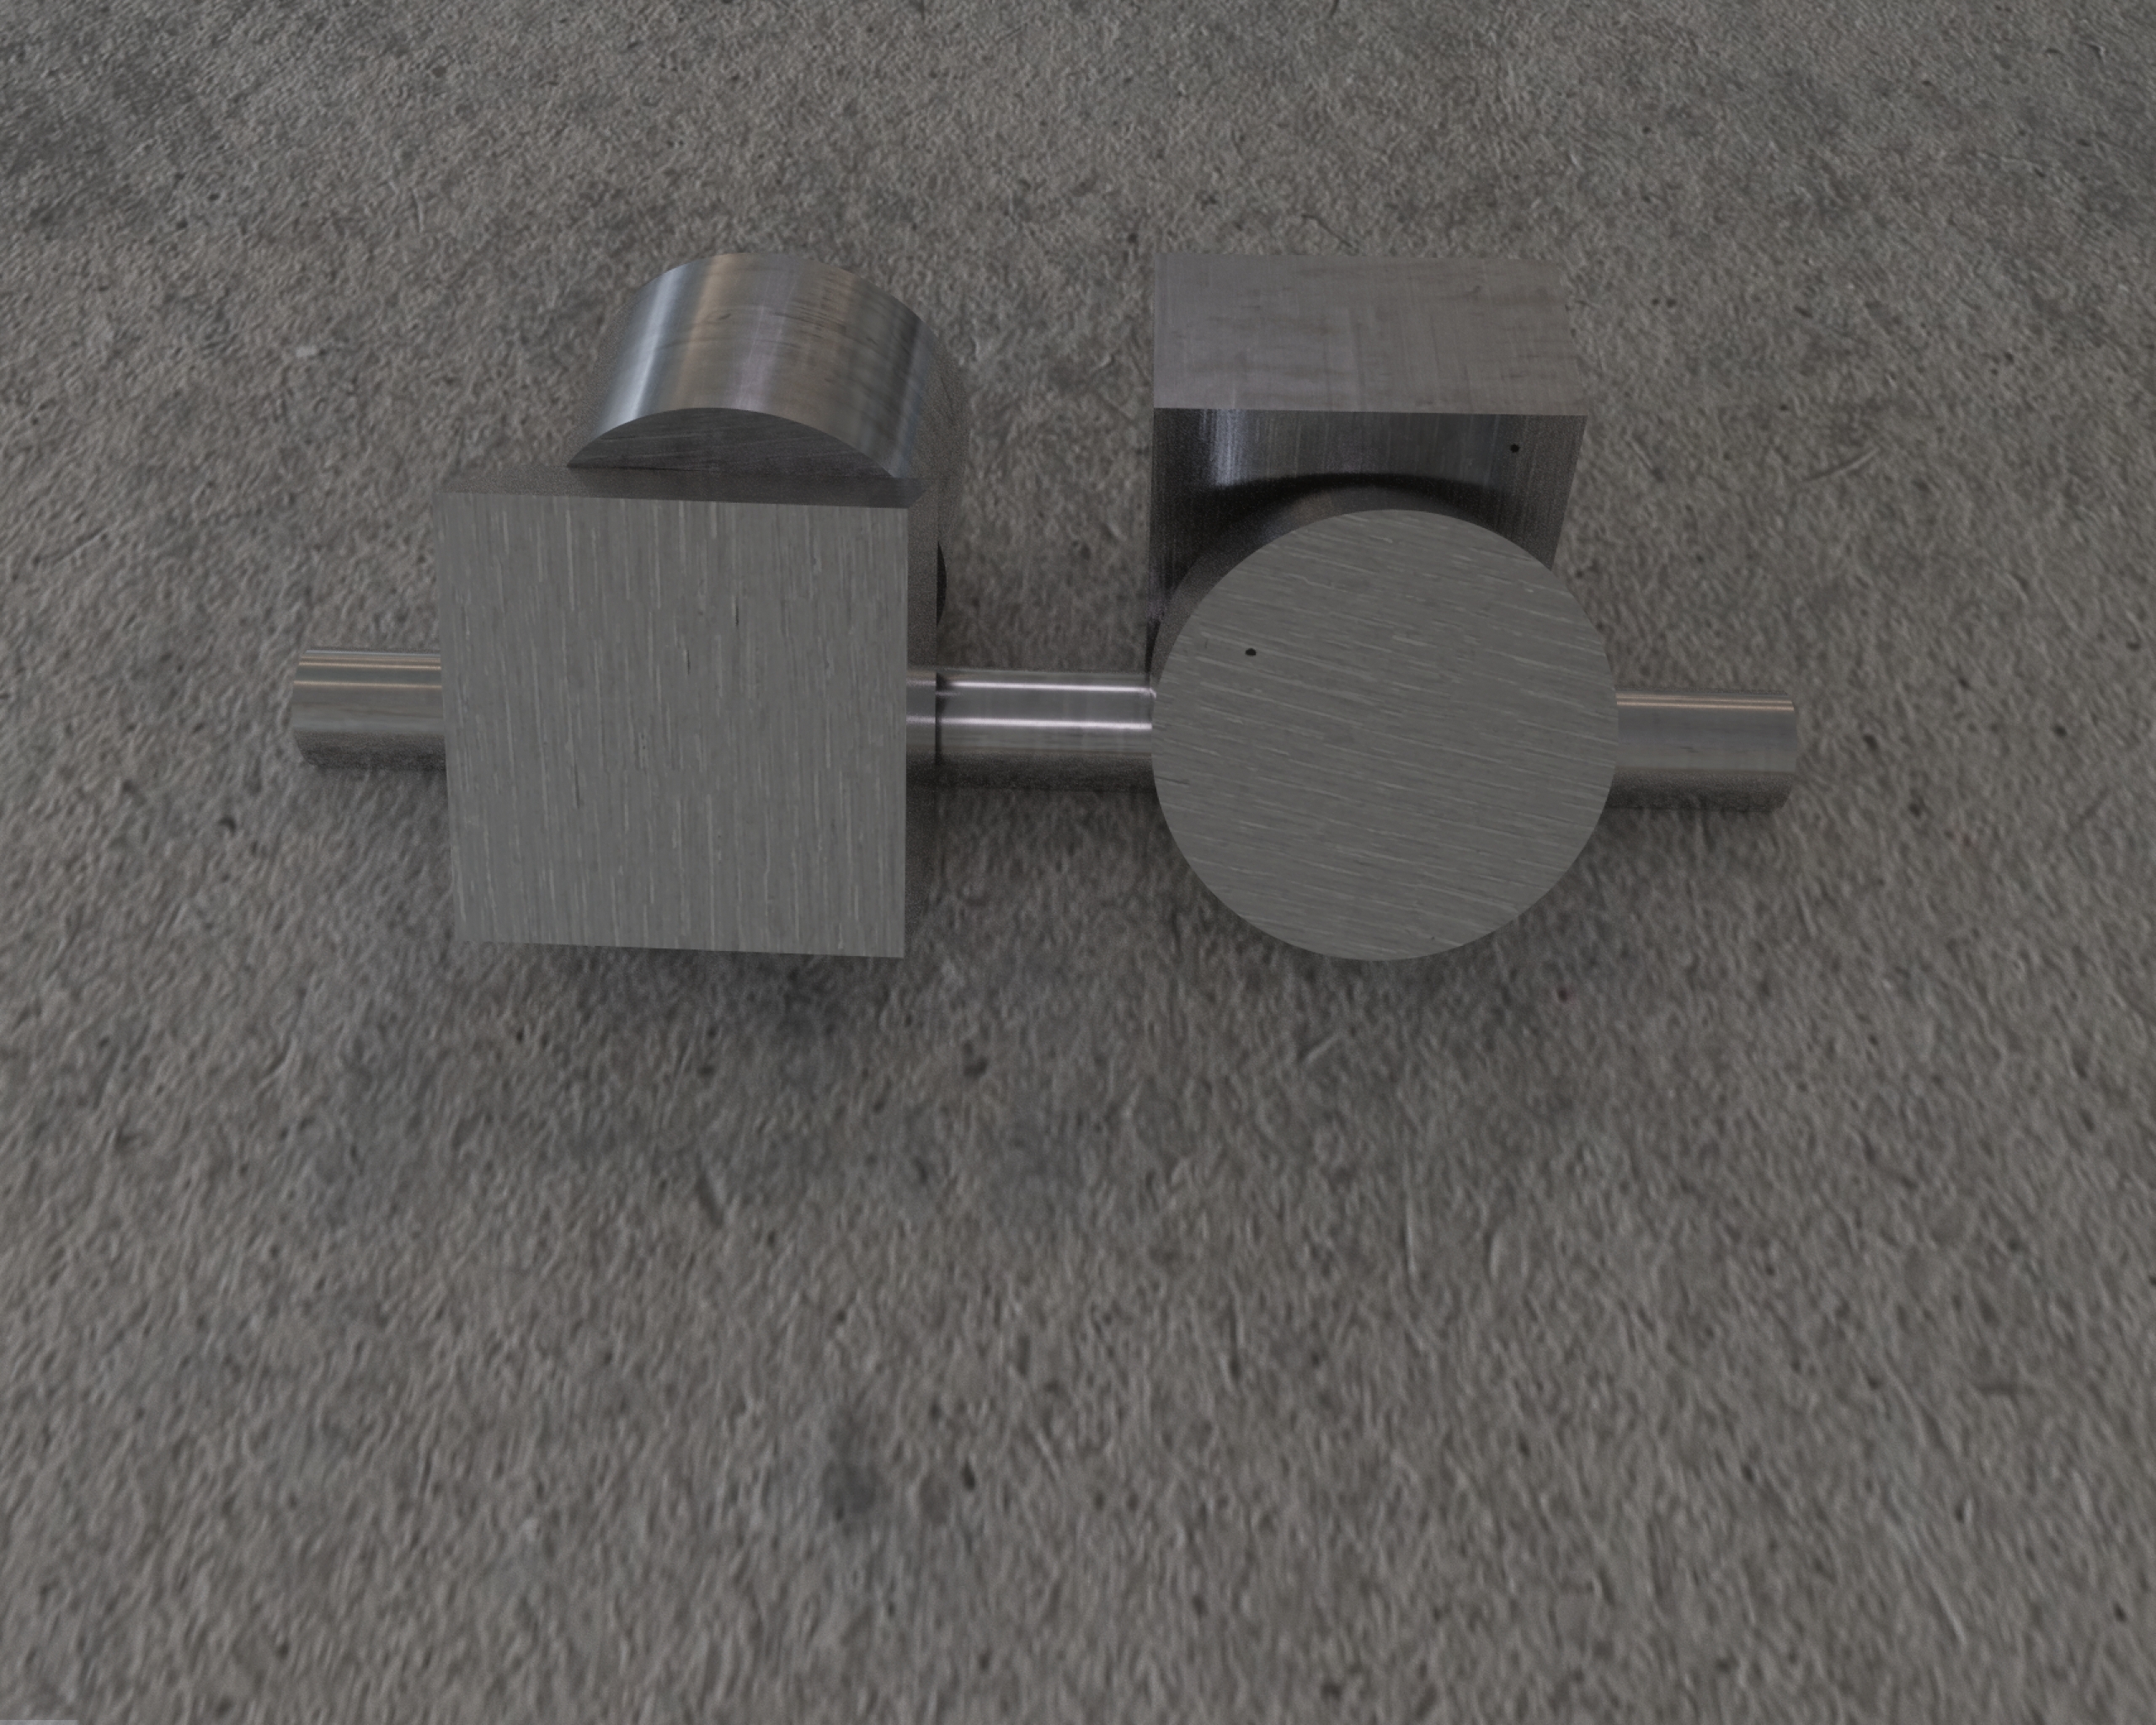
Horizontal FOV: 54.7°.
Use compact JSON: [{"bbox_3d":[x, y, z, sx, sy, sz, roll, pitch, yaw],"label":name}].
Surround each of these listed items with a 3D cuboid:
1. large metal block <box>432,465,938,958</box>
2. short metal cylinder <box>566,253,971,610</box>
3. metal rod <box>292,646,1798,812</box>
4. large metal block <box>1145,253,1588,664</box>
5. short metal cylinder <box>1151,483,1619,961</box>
[{"bbox_3d":[-0.069,-0.030,0.385,0.080,0.079,0.050,2,16,1],"label":"large metal block"},{"bbox_3d":[-0.065,-0.078,0.434,0.080,0.080,0.050,3,50,2],"label":"short metal cylinder"},{"bbox_3d":[-0.007,-0.028,0.430,0.302,0.025,0.025,2,50,1],"label":"metal rod"},{"bbox_3d":[0.055,-0.077,0.434,0.080,0.080,0.050,1,50,1],"label":"large metal block"},{"bbox_3d":[0.054,-0.027,0.385,0.080,0.079,0.050,1,15,1],"label":"short metal cylinder"}]
